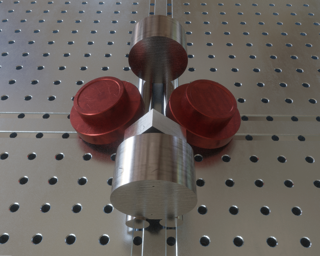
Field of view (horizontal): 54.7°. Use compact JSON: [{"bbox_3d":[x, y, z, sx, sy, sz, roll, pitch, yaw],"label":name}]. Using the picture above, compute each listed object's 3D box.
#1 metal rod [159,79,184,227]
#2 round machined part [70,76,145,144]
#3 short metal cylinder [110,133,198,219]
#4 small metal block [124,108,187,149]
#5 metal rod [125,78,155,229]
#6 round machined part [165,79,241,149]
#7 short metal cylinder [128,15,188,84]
[{"bbox_3d":[0.014,-0.016,0.420,0.025,0.025,0.300,1,50,1],"label":"metal rod"},{"bbox_3d":[-0.072,-0.030,0.405,0.098,0.042,0.098,-9,49,11],"label":"round machined part"},{"bbox_3d":[-0.005,0.049,0.302,0.080,0.080,0.050,1,50,0],"label":"short metal cylinder"},{"bbox_3d":[-0.006,0.011,0.351,0.050,0.050,0.025,30,42,-30],"label":"small metal block"},{"bbox_3d":[-0.021,-0.015,0.419,0.025,0.025,0.300,1,50,1],"label":"metal rod"},{"bbox_3d":[0.059,-0.025,0.400,0.099,0.042,0.098,10,49,-11],"label":"round machined part"},{"bbox_3d":[-0.002,-0.109,0.435,0.080,0.080,0.050,1,50,0],"label":"short metal cylinder"}]
